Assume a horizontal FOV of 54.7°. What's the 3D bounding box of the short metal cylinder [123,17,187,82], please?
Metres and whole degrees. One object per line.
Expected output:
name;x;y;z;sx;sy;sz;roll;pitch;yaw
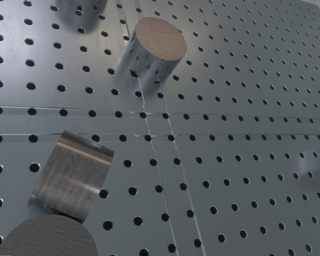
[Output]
short metal cylinder;-0.008;-0.116;0.458;0.081;0.050;0.080;14;56;-21

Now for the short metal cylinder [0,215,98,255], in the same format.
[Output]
short metal cylinder;-0.099;0.121;0.265;0.081;0.050;0.080;14;56;-21

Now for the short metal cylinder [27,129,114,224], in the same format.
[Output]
short metal cylinder;-0.085;0.047;0.299;0.050;0.080;0.080;26;53;-12

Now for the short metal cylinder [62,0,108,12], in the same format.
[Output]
short metal cylinder;-0.112;-0.223;0.468;0.081;0.050;0.080;14;56;-21
